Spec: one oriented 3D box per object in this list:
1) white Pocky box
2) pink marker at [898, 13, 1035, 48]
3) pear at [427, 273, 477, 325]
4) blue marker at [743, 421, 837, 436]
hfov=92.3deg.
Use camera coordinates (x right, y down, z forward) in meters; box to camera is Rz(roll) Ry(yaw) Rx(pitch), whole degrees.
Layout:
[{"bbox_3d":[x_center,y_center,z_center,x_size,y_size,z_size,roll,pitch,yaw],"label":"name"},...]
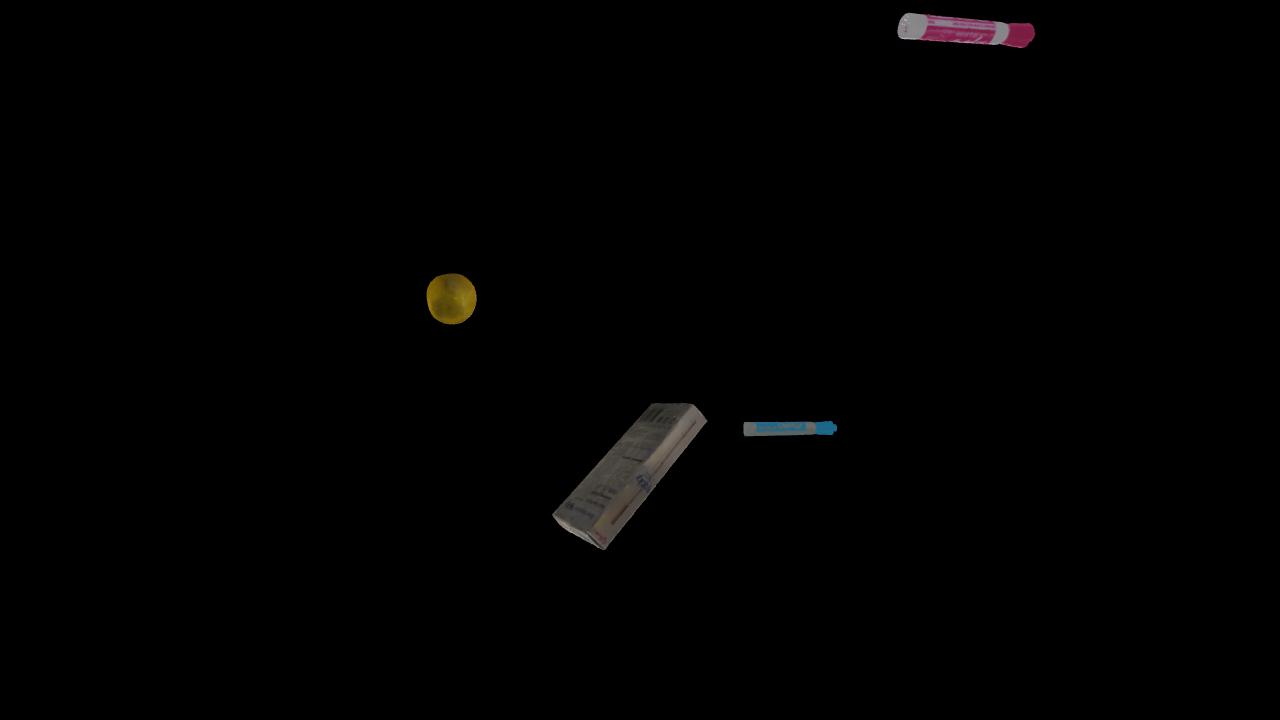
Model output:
[{"bbox_3d":[-0.010,0.102,0.579,0.154,0.028,0.084,-47,19,-22],"label":"white Pocky box"},{"bbox_3d":[0.274,-0.274,0.512,0.121,0.020,0.020,-2,0,-11],"label":"pink marker"},{"bbox_3d":[-0.292,-0.109,0.966,0.080,0.080,0.111,0,40,-9],"label":"pear"},{"bbox_3d":[0.198,0.090,0.809,0.121,0.020,0.020,-1,0,1],"label":"blue marker"}]
